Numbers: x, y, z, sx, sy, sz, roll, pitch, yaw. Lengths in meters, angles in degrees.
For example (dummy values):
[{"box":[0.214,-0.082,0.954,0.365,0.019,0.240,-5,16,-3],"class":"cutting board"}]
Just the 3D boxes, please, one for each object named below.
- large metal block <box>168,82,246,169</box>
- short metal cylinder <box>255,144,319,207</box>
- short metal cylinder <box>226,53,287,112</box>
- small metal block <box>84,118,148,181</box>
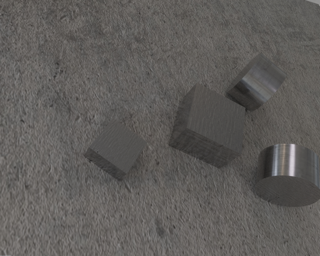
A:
[{"box":[0.066,-0.003,0.425,0.080,0.050,0.080,26,53,-13],"class":"large metal block"},{"box":[0.174,0.066,0.422,0.080,0.080,0.050,28,52,-11],"class":"short metal cylinder"},{"box":[0.152,-0.072,0.495,0.050,0.080,0.080,40,51,-2],"class":"short metal cylinder"},{"box":[-0.051,0.025,0.361,0.050,0.025,0.050,36,51,-4],"class":"small metal block"}]
